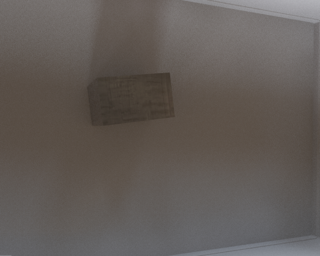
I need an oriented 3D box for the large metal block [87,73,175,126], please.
[{"bbox_3d":[-0.038,-0.032,0.368,0.081,0.080,0.050,-8,93,-20],"label":"large metal block"}]
